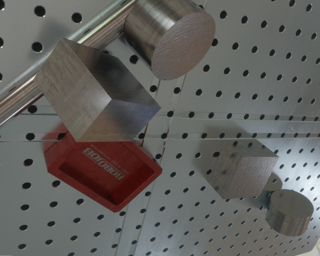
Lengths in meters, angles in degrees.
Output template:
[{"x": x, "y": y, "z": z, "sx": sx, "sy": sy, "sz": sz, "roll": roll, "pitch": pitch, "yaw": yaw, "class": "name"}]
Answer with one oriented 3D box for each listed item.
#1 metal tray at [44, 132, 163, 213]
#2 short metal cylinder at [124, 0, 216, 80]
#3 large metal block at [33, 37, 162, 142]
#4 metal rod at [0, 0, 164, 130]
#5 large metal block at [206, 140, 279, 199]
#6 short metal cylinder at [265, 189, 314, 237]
[{"x": -0.068, "y": 0.047, "z": 0.399, "sx": 0.090, "sy": 0.030, "sz": 0.130, "roll": -43, "pitch": 130, "yaw": 1, "class": "metal tray"}, {"x": 0.010, "y": -0.097, "z": 0.322, "sx": 0.080, "sy": 0.050, "sz": 0.080, "roll": -31, "pitch": 152, "yaw": -18, "class": "short metal cylinder"}, {"x": -0.058, "y": -0.033, "z": 0.300, "sx": 0.050, "sy": 0.080, "sz": 0.080, "roll": -48, "pitch": 158, "yaw": 19, "class": "large metal block"}, {"x": -0.092, "y": -0.070, "z": 0.317, "sx": 0.301, "sy": 0.025, "sz": 0.025, "roll": -39, "pitch": 129, "yaw": -2, "class": "metal rod"}, {"x": 0.135, "y": 0.067, "z": 0.510, "sx": 0.081, "sy": 0.050, "sz": 0.079, "roll": 3, "pitch": 117, "yaw": -30, "class": "large metal block"}, {"x": 0.258, "y": 0.168, "z": 0.620, "sx": 0.081, "sy": 0.080, "sz": 0.050, "roll": -11, "pitch": 123, "yaw": -23, "class": "short metal cylinder"}]
